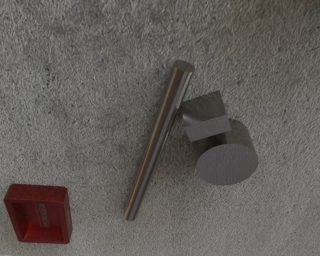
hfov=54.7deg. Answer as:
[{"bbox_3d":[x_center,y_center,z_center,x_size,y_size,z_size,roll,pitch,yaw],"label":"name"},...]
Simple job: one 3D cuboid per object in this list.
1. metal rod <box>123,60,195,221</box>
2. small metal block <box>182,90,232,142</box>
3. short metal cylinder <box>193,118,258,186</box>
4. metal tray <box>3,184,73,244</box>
[{"bbox_3d":[-0.012,0.040,0.441,0.025,0.025,0.298,12,129,-10],"label":"metal rod"},{"bbox_3d":[0.056,-0.015,0.379,0.050,0.050,0.025,-17,128,14],"label":"small metal block"},{"bbox_3d":[0.087,0.033,0.420,0.081,0.050,0.079,0,130,0],"label":"short metal cylinder"},{"bbox_3d":[-0.202,0.150,0.528,0.091,0.030,0.129,4,130,-4],"label":"metal tray"}]
